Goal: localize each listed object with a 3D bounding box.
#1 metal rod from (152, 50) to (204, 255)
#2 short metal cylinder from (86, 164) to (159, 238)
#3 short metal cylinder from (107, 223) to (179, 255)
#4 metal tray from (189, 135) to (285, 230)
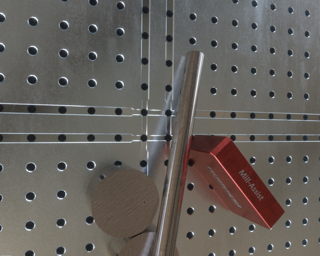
[{"bbox_3d":[0.023,0.040,0.388,0.025,0.025,0.299,17,72,-19],"label":"metal rod"},{"bbox_3d":[-0.047,0.087,0.382,0.081,0.050,0.079,0,90,-20],"label":"short metal cylinder"},{"bbox_3d":[-0.022,0.163,0.391,0.081,0.050,0.079,0,90,-20],"label":"short metal cylinder"},{"bbox_3d":[0.094,0.068,0.412,0.030,0.090,0.130,-42,104,-15],"label":"metal tray"}]
